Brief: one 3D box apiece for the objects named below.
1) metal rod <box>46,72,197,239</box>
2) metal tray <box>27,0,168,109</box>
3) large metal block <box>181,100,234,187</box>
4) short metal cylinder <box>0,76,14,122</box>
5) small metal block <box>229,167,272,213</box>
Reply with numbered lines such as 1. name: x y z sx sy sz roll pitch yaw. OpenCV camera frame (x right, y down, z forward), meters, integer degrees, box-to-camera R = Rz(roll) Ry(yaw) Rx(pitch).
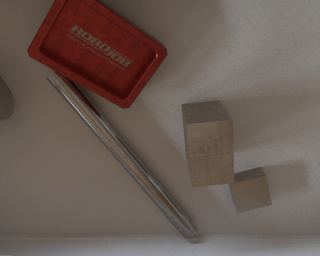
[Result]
1. metal rod: -0.043 0.044 0.427 0.025 0.025 0.300 -34 107 11
2. metal tray: -0.069 -0.091 0.358 0.131 0.030 0.090 29 109 -25
3. large metal block: 0.058 0.017 0.389 0.050 0.080 0.079 -6 110 2
4. short metal cylinder: -0.223 -0.035 0.366 0.050 0.080 0.080 -24 109 8
5. small metal block: 0.129 0.089 0.446 0.050 0.025 0.050 -16 110 5
